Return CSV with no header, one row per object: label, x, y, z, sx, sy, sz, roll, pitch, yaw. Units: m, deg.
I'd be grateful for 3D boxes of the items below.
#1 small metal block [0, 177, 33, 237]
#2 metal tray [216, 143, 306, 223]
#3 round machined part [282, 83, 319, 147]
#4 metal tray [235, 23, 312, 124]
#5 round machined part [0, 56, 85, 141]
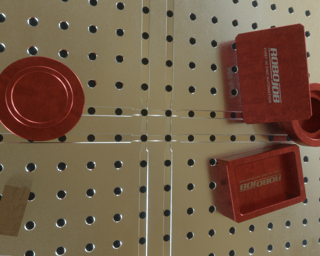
small metal block,-0.161,0.085,0.340,0.025,0.050,0.050,16,85,-19
metal tray,0.154,0.079,0.466,0.131,0.030,0.089,-11,94,-20
round machined part,0.231,-0.020,0.488,0.099,0.042,0.097,0,90,-20
metal tray,0.160,-0.074,0.442,0.090,0.030,0.129,-5,93,18
round machined part,-0.136,-0.034,0.353,0.099,0.042,0.097,0,90,-20
